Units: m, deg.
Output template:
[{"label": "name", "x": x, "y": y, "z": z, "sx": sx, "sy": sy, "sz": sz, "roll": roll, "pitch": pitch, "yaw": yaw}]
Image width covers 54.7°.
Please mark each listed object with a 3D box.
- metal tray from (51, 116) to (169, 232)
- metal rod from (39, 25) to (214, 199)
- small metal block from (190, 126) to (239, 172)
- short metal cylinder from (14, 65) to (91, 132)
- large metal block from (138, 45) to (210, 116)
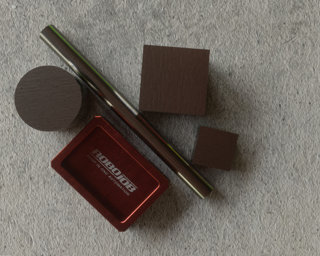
[{"label": "metal tray", "x": -0.064, "y": 0.058, "z": 0.408, "sx": 0.130, "sy": 0.030, "sz": 0.090, "roll": 44, "pitch": 90, "yaw": -1}, {"label": "metal rod", "x": -0.043, "y": -0.021, "z": 0.410, "sx": 0.025, "sy": 0.025, "sz": 0.300, "roll": -45, "pitch": 91, "yaw": 0}, {"label": "small metal block", "x": 0.072, "y": 0.027, "z": 0.413, "sx": 0.050, "sy": 0.025, "sz": 0.050, "roll": 13, "pitch": 90, "yaw": -1}, {"label": "short metal cylinder", "x": -0.135, "y": -0.036, "z": 0.397, "sx": 0.081, "sy": 0.050, "sz": 0.079, "roll": 0, "pitch": 90, "yaw": -1}, {"label": "large metal block", "x": 0.017, "y": -0.058, "z": 0.399, "sx": 0.081, "sy": 0.050, "sz": 0.079, "roll": 4, "pitch": 90, "yaw": -1}]
